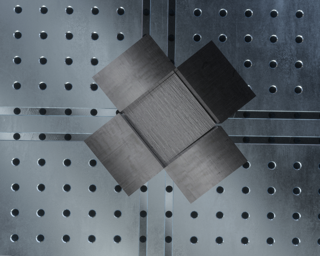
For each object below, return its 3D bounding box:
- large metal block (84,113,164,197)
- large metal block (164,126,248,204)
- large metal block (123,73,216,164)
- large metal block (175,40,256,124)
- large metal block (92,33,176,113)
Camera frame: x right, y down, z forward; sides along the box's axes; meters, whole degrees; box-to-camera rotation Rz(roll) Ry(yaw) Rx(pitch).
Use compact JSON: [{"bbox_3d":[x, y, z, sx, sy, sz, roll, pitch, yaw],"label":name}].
[{"bbox_3d":[-0.040,0.029,0.385,0.050,0.080,0.080,-39,91,0],"label":"large metal block"},{"bbox_3d":[0.052,0.041,0.387,0.080,0.080,0.050,-37,90,0],"label":"large metal block"},{"bbox_3d":[0.012,-0.011,0.400,0.080,0.050,0.080,-38,89,2],"label":"large metal block"},{"bbox_3d":[0.063,-0.052,0.386,0.050,0.080,0.080,-39,91,0],"label":"large metal block"},{"bbox_3d":[-0.029,-0.062,0.386,0.080,0.080,0.050,-38,90,0],"label":"large metal block"}]
